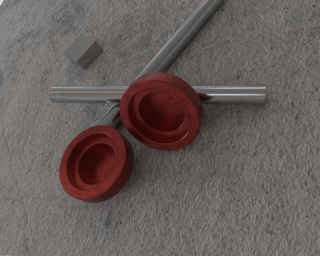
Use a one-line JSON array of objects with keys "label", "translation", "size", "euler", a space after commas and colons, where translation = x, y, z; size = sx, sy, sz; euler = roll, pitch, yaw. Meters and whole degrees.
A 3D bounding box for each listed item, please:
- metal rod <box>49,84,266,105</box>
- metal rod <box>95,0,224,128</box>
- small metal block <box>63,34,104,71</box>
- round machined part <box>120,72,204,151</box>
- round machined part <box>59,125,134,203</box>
[{"label": "metal rod", "translation": [-0.017, -0.045, 0.414], "size": [0.301, 0.025, 0.025], "euler": [2, 63, 20]}, {"label": "metal rod", "translation": [-0.001, -0.096, 0.463], "size": [0.025, 0.025, 0.300], "euler": [33, 80, 38]}, {"label": "small metal block", "translation": [-0.139, -0.138, 0.562], "size": [0.050, 0.025, 0.050], "euler": [33, 80, 38]}, {"label": "round machined part", "translation": [0.005, -0.023, 0.377], "size": [0.098, 0.098, 0.042], "euler": [-6, 31, 25]}, {"label": "round machined part", "translation": [-0.077, 0.049, 0.401], "size": [0.098, 0.042, 0.098], "euler": [-11, 60, 21]}]
